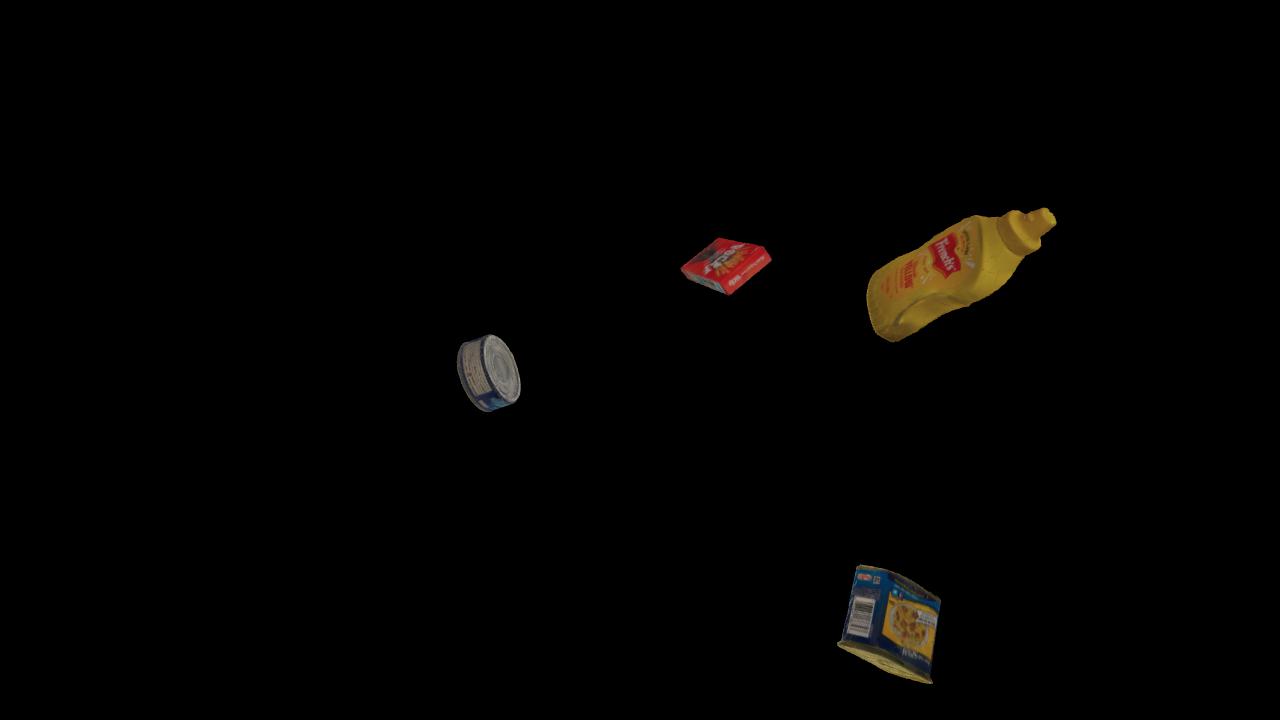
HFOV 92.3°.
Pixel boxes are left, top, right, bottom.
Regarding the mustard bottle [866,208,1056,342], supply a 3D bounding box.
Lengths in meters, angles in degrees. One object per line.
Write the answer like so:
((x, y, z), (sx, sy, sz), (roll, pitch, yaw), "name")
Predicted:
((0.310, -0.091, 0.601), (0.054, 0.092, 0.184), (30, -34, -16), "mustard bottle")

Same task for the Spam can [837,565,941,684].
((0.261, 0.272, 0.637), (0.101, 0.085, 0.058), (34, -27, -23), "Spam can")

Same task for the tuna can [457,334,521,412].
((-0.168, 0.014, 0.694), (0.034, 0.084, 0.084), (-19, -4, 12), "tuna can")

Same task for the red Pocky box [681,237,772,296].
((0.124, -0.143, 0.915), (0.083, 0.028, 0.155), (-39, 23, -5), "red Pocky box")
